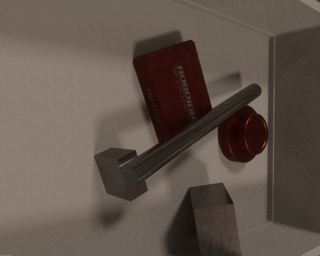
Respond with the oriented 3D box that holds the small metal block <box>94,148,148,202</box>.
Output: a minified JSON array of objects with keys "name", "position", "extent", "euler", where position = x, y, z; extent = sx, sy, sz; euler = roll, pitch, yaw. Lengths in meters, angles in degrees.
[{"name":"small metal block","position":[-0.045,0.051,0.354],"extent":[0.025,0.050,0.050],"euler":[-26,107,-37]}]

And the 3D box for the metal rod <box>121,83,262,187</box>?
[{"name":"metal rod","position":[0.064,-0.007,0.416],"extent":[0.302,0.025,0.025],"euler":[-30,110,-43]}]

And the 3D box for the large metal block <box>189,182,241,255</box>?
[{"name":"large metal block","position":[0.074,0.130,0.427],"extent":[0.050,0.080,0.079],"euler":[-9,98,3]}]

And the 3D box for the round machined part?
[{"name":"round machined part","position":[0.145,0.010,0.521],"extent":[0.099,0.042,0.097],"euler":[0,90,-40]}]

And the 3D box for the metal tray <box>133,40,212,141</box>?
[{"name":"metal tray","position":[0.024,-0.046,0.426],"extent":[0.091,0.030,0.129],"euler":[-29,108,-37]}]
